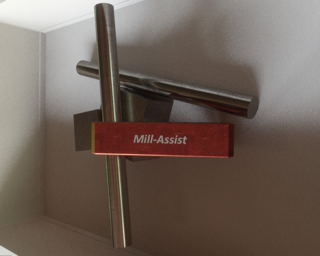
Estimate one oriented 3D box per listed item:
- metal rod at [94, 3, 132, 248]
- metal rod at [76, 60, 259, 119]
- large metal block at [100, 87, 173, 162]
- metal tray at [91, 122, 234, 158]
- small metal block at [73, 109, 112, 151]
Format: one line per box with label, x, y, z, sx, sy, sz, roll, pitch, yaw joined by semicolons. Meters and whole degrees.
metal rod;-0.059;-0.007;0.386;0.025;0.025;0.298;-8;85;39
metal rod;-0.015;-0.060;0.416;0.300;0.025;0.025;19;102;38
large metal block;-0.038;-0.008;0.418;0.080;0.050;0.079;23;104;37
metal tray;0.006;0.009;0.321;0.131;0.090;0.030;1;92;8
small metal block;-0.088;0.004;0.409;0.050;0.025;0.050;-8;84;39
